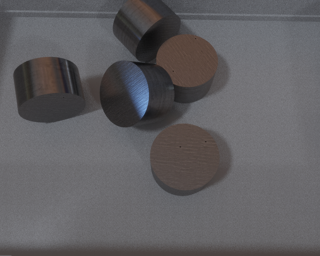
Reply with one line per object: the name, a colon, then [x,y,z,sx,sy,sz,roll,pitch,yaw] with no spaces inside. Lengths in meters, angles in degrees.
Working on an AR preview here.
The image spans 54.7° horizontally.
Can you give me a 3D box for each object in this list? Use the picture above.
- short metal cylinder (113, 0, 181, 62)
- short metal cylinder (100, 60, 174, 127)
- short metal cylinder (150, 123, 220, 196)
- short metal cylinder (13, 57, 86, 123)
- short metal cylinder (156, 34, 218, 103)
short metal cylinder: [-0.018,-0.139,0.431,0.080,0.080,0.050,-38,75,-13]
short metal cylinder: [-0.029,-0.043,0.389,0.080,0.050,0.079,5,98,36]
short metal cylinder: [0.029,0.040,0.382,0.081,0.050,0.080,0,70,0]
short metal cylinder: [-0.140,-0.047,0.396,0.081,0.080,0.050,-15,71,-6]
short metal cylinder: [0.035,-0.080,0.426,0.081,0.050,0.080,0,70,0]
